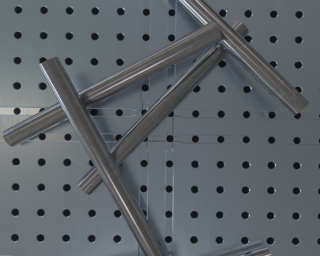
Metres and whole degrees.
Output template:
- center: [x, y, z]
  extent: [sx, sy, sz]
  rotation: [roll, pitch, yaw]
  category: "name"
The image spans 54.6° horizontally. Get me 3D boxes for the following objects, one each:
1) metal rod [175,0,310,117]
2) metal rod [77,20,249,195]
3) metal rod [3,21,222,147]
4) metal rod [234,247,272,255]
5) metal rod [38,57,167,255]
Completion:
- center: [0.068, -0.131, 0.391]
  extent: [0.025, 0.025, 0.300]
  rotation: [-42, 81, 0]
  category: "metal rod"
- center: [0.004, -0.027, 0.413]
  extent: [0.025, 0.025, 0.300]
  rotation: [44, 90, 0]
  category: "metal rod"
- center: [-0.066, -0.051, 0.390]
  extent: [0.301, 0.025, 0.025]
  rotation: [-26, 90, 9]
  category: "metal rod"
- center: [0.002, 0.214, 0.413]
  extent: [0.301, 0.025, 0.025]
  rotation: [-16, 90, 0]
  category: "metal rod"
- center: [-0.064, 0.054, 0.387]
  extent: [0.025, 0.025, 0.299]
  rotation: [-27, 100, 0]
  category: "metal rod"
